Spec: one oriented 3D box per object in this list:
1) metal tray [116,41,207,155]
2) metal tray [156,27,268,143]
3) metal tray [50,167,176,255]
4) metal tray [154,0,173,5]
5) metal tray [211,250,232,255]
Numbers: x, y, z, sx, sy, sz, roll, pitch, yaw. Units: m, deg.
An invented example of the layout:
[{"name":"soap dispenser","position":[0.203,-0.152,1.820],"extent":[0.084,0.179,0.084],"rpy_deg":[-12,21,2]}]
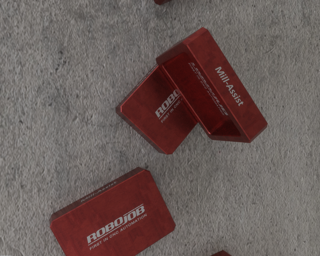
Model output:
[{"name":"metal tray","position":[0.017,-0.041,0.413],"extent":[0.090,0.030,0.130],"rpy_deg":[44,76,-15]},{"name":"metal tray","position":[0.057,-0.043,0.362],"extent":[0.030,0.090,0.130],"rpy_deg":[-40,103,-16]},{"name":"metal tray","position":[-0.056,0.118,0.386],"extent":[0.131,0.030,0.090],"rpy_deg":[-28,99,-18]},{"name":"metal tray","position":[0.009,-0.242,0.408],"extent":[0.091,0.030,0.130],"rpy_deg":[-30,100,-18]},{"name":"metal tray","position":[0.054,0.238,0.426],"extent":[0.131,0.030,0.089],"rpy_deg":[-16,96,-19]}]
